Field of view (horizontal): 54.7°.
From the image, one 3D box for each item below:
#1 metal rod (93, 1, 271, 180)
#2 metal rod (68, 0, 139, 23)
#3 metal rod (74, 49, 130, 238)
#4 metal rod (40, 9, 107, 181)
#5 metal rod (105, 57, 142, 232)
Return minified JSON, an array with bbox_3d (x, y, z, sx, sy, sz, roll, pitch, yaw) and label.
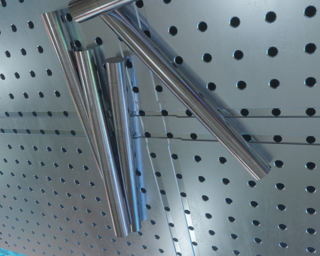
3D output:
[{"bbox_3d":[0.021,-0.053,0.366,0.300,0.025,0.025,46,129,-5],"label":"metal rod"},{"bbox_3d":[0.041,-0.152,0.277,0.300,0.025,0.025,-10,114,26],"label":"metal rod"},{"bbox_3d":[-0.080,0.036,0.455,0.025,0.025,0.298,4,115,26],"label":"metal rod"},{"bbox_3d":[-0.105,-0.016,0.454,0.025,0.025,0.298,0,119,28],"label":"metal rod"},{"bbox_3d":[-0.050,0.043,0.462,0.025,0.025,0.298,11,123,22],"label":"metal rod"}]
